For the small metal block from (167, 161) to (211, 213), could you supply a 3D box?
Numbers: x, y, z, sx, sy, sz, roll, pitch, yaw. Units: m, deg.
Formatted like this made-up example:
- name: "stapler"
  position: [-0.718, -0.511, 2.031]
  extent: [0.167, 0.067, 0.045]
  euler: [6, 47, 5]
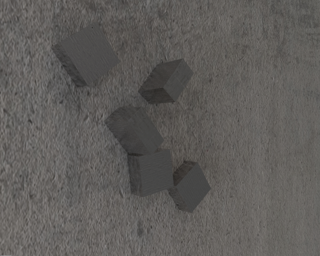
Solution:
- name: "small metal block"
  position: [0.040, 0.082, 0.438]
  extent: [0.050, 0.025, 0.050]
  euler: [-43, 116, -32]

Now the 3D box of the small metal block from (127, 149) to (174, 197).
- name: "small metal block"
  position: [-0.011, 0.055, 0.395]
  extent: [0.050, 0.025, 0.050]
  euler: [-10, 96, -40]

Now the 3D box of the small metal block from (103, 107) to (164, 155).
- name: "small metal block"
  position: [-0.031, 0.003, 0.362]
  extent: [0.025, 0.050, 0.050]
  euler: [-48, 119, -29]

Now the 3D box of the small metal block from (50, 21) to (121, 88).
- name: "small metal block"
  position: [-0.080, -0.080, 0.337]
  extent: [0.050, 0.025, 0.050]
  euler: [-45, 117, -31]

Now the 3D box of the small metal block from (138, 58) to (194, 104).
- name: "small metal block"
  position: [0.007, -0.058, 0.394]
  extent: [0.025, 0.050, 0.050]
  euler: [47, 62, -30]
